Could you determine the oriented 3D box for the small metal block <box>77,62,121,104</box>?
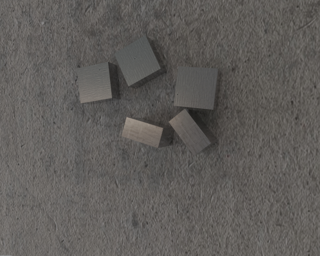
[{"bbox_3d":[-0.087,-0.062,0.440,0.050,0.025,0.050,-7,88,19],"label":"small metal block"}]

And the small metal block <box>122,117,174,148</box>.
[{"bbox_3d":[-0.013,0.005,0.400,0.050,0.050,0.025,17,96,19],"label":"small metal block"}]

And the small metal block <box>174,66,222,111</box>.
[{"bbox_3d":[0.048,-0.050,0.392,0.050,0.025,0.050,7,93,19],"label":"small metal block"}]

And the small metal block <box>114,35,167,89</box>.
[{"bbox_3d":[-0.026,-0.088,0.418,0.050,0.025,0.050,-26,81,18],"label":"small metal block"}]

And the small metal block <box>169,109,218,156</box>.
[{"bbox_3d":[0.043,0.005,0.381,0.025,0.050,0.050,-40,78,16],"label":"small metal block"}]
